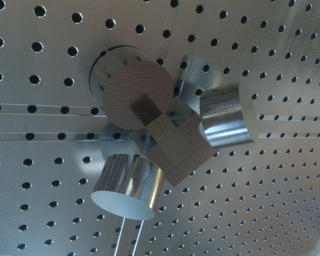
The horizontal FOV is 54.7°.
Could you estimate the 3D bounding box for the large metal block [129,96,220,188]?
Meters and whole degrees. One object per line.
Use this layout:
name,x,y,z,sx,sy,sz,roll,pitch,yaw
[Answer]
large metal block,0.020,0.019,0.410,0.080,0.050,0.080,-39,130,-2

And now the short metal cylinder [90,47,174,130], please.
short metal cylinder,-0.032,-0.045,0.346,0.081,0.050,0.079,-14,124,-21

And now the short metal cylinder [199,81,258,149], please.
short metal cylinder,0.091,-0.016,0.402,0.050,0.080,0.080,-13,136,28

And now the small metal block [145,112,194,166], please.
small metal block,0.010,0.013,0.340,0.025,0.050,0.050,-37,86,-1

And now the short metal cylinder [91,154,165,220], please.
short metal cylinder,-0.039,0.075,0.389,0.080,0.050,0.080,12,145,9
